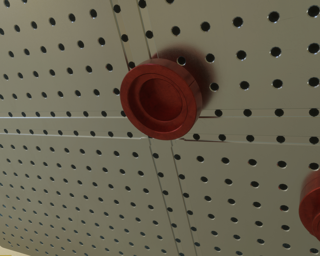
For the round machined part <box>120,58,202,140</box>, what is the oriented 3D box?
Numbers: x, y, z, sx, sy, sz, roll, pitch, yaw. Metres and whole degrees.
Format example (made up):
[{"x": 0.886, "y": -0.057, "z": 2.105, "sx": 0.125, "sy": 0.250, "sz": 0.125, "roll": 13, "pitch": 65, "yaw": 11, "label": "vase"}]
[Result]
[{"x": 0.005, "y": -0.037, "z": 0.375, "sx": 0.098, "sy": 0.042, "sz": 0.097, "roll": 13, "pitch": 124, "yaw": 21, "label": "round machined part"}]

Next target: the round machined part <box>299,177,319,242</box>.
[{"x": 0.211, "y": 0.103, "z": 0.352, "sx": 0.098, "sy": 0.042, "sz": 0.097, "roll": 13, "pitch": 124, "yaw": 21, "label": "round machined part"}]
